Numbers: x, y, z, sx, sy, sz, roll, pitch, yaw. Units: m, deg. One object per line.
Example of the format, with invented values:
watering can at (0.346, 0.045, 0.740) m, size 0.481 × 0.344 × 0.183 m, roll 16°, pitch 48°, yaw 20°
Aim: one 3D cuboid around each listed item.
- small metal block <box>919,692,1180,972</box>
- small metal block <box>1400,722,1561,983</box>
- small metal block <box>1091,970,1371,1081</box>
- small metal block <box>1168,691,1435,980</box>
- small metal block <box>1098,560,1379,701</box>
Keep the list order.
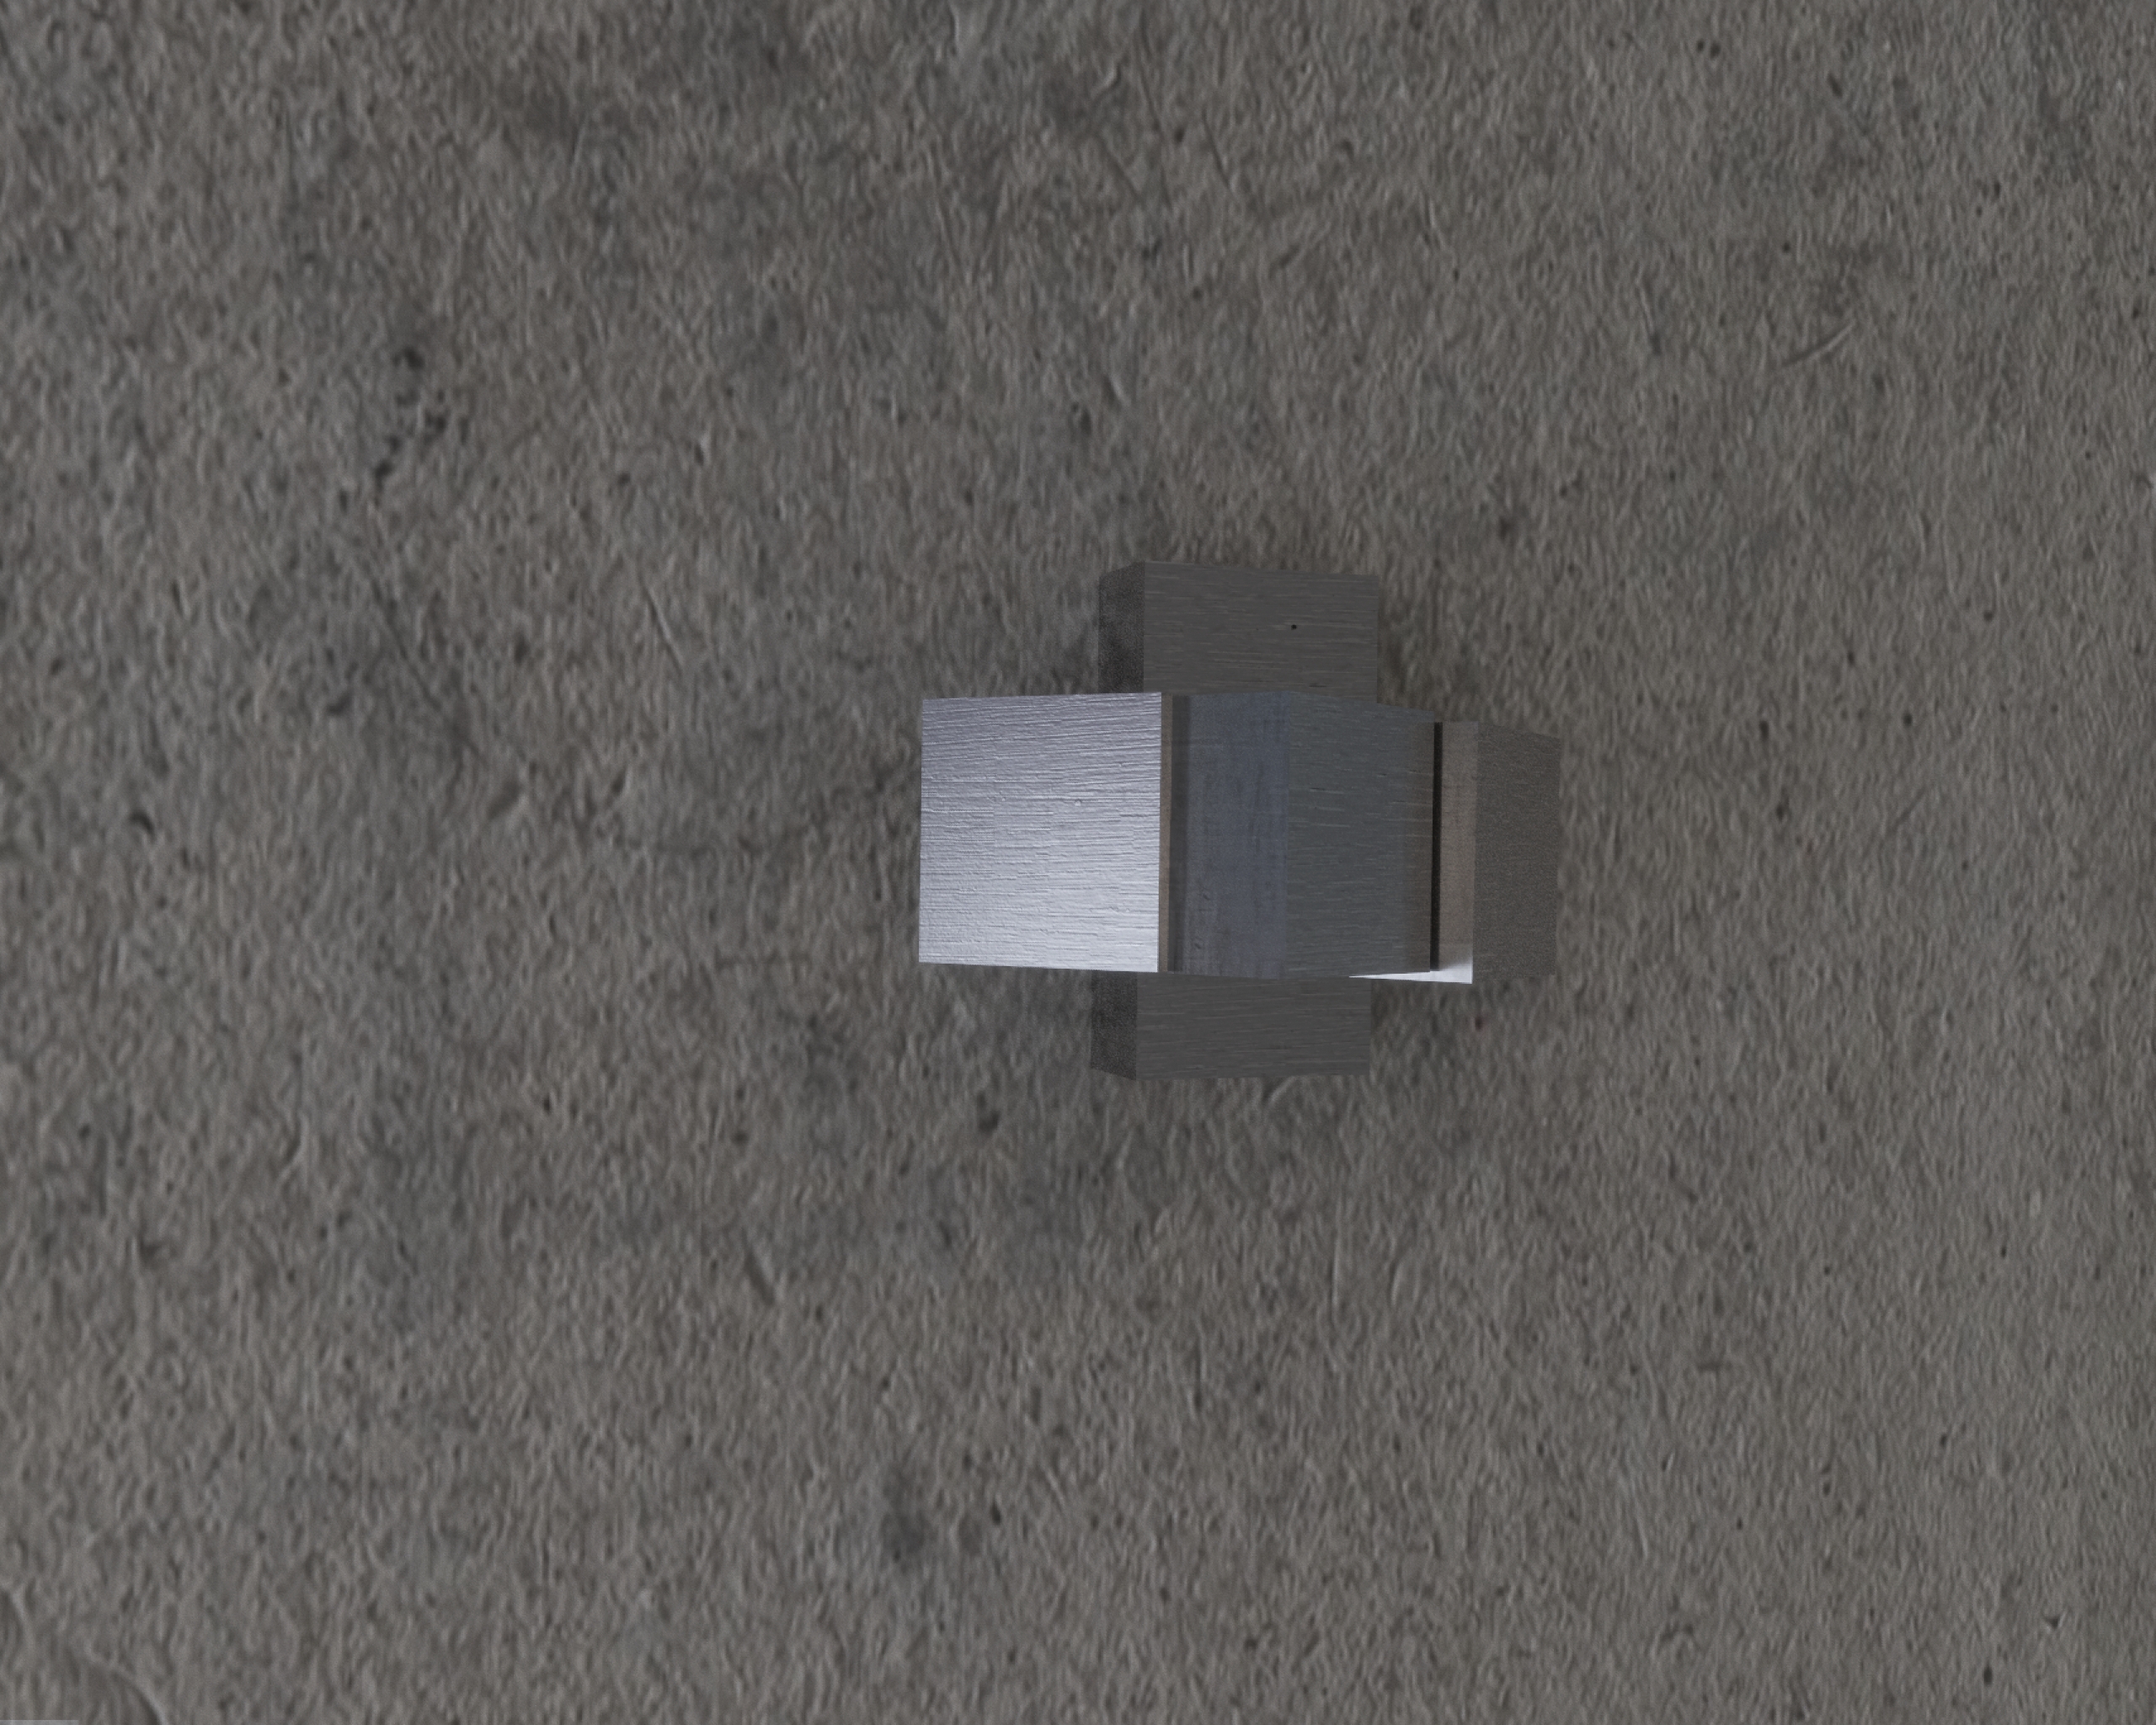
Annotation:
small metal block at (-0.002, -0.006, 0.393) m, size 0.025 × 0.050 × 0.050 m, roll 1°, pitch 90°, yaw -62°
small metal block at (0.077, -0.002, 0.424) m, size 0.050 × 0.025 × 0.050 m, roll 2°, pitch 90°, yaw -59°
small metal block at (0.031, 0.017, 0.420) m, size 0.050 × 0.025 × 0.050 m, roll 1°, pitch 90°, yaw -20°
small metal block at (0.042, -0.004, 0.386) m, size 0.050 × 0.025 × 0.050 m, roll 2°, pitch 89°, yaw -51°
small metal block at (0.032, -0.033, 0.421) m, size 0.050 × 0.025 × 0.050 m, roll 1°, pitch 90°, yaw -20°
